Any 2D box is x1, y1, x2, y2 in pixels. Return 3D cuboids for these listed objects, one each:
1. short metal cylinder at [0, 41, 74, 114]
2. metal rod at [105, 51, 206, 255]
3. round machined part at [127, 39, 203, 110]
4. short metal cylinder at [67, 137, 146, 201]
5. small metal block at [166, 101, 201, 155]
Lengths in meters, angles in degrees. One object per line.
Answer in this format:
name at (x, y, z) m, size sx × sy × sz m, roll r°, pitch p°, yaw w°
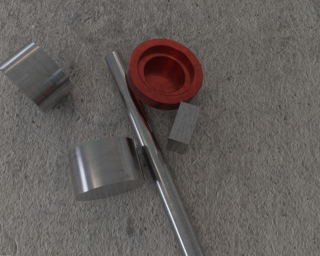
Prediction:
short metal cylinder at (-0.159, -0.065, 0.401) m, size 0.080 × 0.080 × 0.050 m, roll 41°, pitch 75°, yaw 13°
metal rod at (-0.011, 0.028, 0.397) m, size 0.025 × 0.025 × 0.299 m, roll -21°, pitch 71°, yaw -7°
round machined part at (0.004, -0.067, 0.416) m, size 0.099 × 0.042 × 0.098 m, roll 6°, pitch 66°, yaw -13°
short metal cylinder at (-0.062, 0.049, 0.360) m, size 0.081 × 0.080 × 0.050 m, roll -14°, pitch 71°, yaw -5°
small metal block at (0.029, 0.001, 0.394) m, size 0.025 × 0.050 × 0.050 m, roll 18°, pitch 71°, yaw 4°
